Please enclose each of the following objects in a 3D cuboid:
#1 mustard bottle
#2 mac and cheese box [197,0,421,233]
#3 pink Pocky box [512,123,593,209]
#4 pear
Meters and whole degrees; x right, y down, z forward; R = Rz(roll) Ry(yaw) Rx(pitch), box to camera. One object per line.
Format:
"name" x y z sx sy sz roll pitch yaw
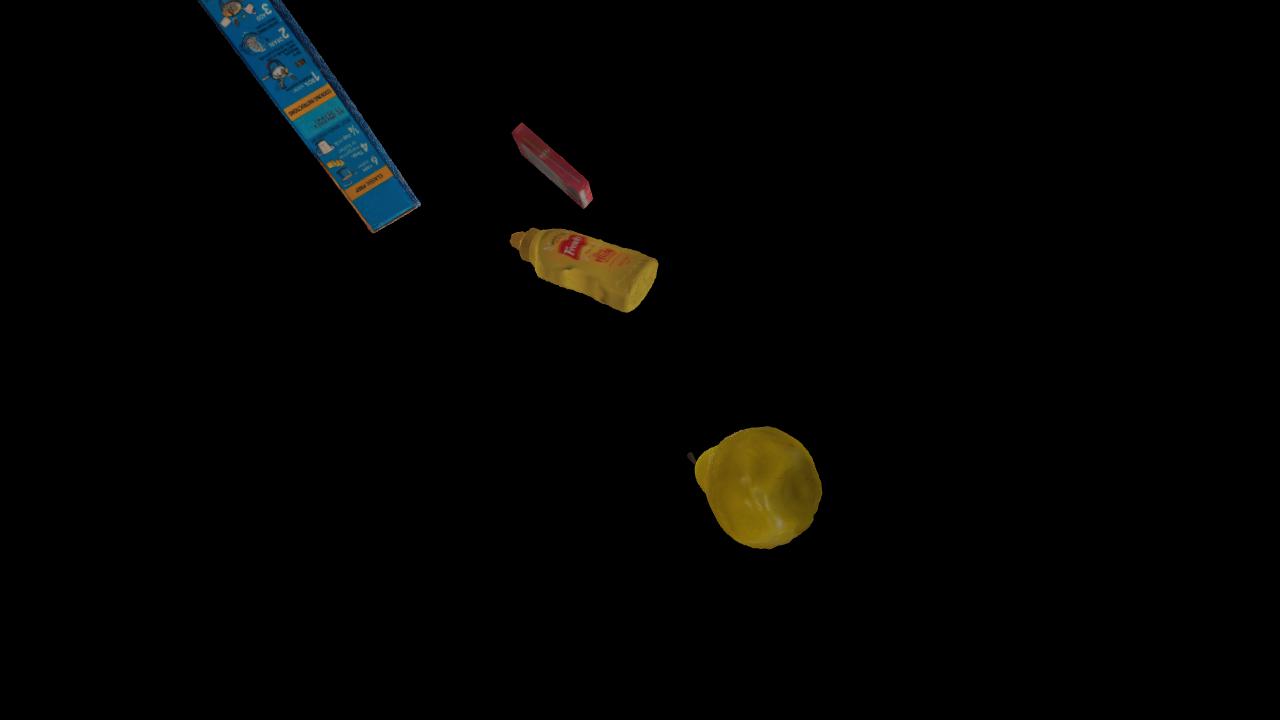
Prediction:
"mustard bottle" -0.077 -0.120 0.750 0.184 0.054 0.092 22 50 14
"mac and cheese box" -0.219 -0.175 0.412 0.041 0.184 0.093 -34 22 -8
"pink Pocky box" -0.147 -0.328 1.046 0.155 0.029 0.084 42 -3 4
"pear" 0.068 0.087 0.428 0.080 0.080 0.111 0 -7 -32
